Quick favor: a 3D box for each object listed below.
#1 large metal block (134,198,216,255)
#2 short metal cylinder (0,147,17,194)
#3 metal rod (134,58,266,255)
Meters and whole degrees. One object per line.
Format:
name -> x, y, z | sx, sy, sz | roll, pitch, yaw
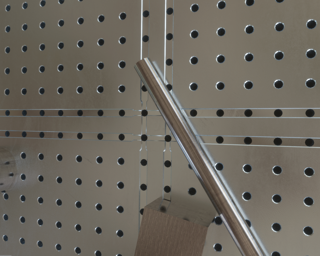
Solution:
large metal block -> 0.018, 0.144, 0.392 | 0.080, 0.050, 0.079 | 13, 94, 19
short metal cylinder -> -0.280, 0.071, 0.496 | 0.080, 0.050, 0.079 | 0, 90, 19
metal rod -> 0.049, 0.040, 0.394 | 0.025, 0.025, 0.299 | -33, 80, 17
